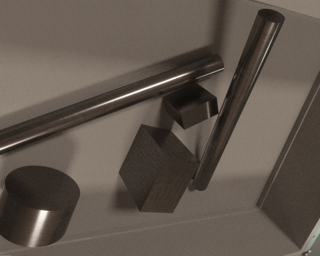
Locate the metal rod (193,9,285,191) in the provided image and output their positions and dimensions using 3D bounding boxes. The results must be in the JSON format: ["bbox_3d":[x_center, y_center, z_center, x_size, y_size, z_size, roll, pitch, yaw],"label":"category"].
[{"bbox_3d":[0.083,-0.005,0.394,0.025,0.025,0.298,-15,143,-21],"label":"metal rod"}]

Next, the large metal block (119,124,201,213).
[{"bbox_3d":[-0.004,0.052,0.405,0.050,0.080,0.079,13,111,-34],"label":"large metal block"}]

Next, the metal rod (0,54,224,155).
[{"bbox_3d":[-0.059,-0.029,0.359,0.302,0.025,0.025,-22,127,-16],"label":"metal rod"}]

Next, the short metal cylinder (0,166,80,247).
[{"bbox_3d":[-0.138,0.086,0.352,0.081,0.080,0.050,11,113,-34],"label":"short metal cylinder"}]

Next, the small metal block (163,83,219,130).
[{"bbox_3d":[0.039,-0.029,0.397,0.050,0.050,0.025,-25,128,-13],"label":"small metal block"}]
